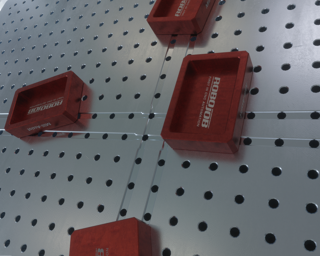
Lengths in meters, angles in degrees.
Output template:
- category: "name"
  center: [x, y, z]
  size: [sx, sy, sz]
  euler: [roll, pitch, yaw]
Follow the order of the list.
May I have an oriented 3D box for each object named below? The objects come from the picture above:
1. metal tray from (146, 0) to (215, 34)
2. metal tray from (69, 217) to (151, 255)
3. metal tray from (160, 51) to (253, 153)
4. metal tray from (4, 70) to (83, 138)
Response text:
- category: "metal tray"
  center: [0.043, -0.215, 0.515]
  size: [0.090, 0.030, 0.130]
  euler: [10, 67, 32]
- category: "metal tray"
  center: [-0.054, 0.170, 0.330]
  size: [0.090, 0.030, 0.130]
  euler: [-17, 55, 18]
- category: "metal tray"
  center: [0.062, -0.036, 0.395]
  size: [0.090, 0.030, 0.130]
  euler: [3, 63, 29]
- category: "metal tray"
  center: [-0.200, -0.040, 0.536]
  size: [0.130, 0.030, 0.090]
  euler: [-14, 56, 20]
